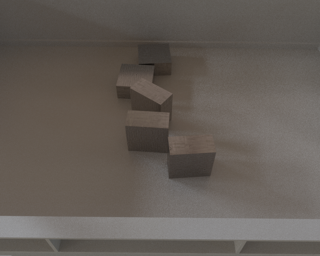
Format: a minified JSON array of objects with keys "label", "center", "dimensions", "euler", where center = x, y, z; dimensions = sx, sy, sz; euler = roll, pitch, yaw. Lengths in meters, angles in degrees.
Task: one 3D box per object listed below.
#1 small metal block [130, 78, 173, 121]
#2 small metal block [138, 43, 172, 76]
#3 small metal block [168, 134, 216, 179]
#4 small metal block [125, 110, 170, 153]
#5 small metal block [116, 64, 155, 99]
[{"label":"small metal block","center":[-0.011,-0.032,0.415],"dimensions":[0.050,0.050,0.025],"euler":[30,56,22]},{"label":"small metal block","center":[-0.009,-0.110,0.497],"dimensions":[0.050,0.025,0.050],"euler":[-3,50,-3]},{"label":"small metal block","center":[0.035,0.034,0.361],"dimensions":[0.050,0.050,0.025],"euler":[-3,50,-3]},{"label":"small metal block","center":[-0.015,0.005,0.384],"dimensions":[0.050,0.050,0.025],"euler":[4,50,2]},{"label":"small metal block","center":[-0.035,-0.069,0.463],"dimensions":[0.050,0.025,0.050],"euler":[4,50,3]}]
